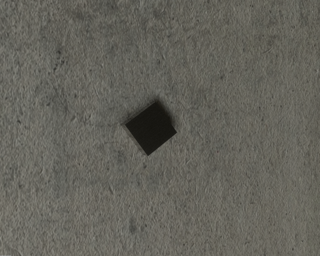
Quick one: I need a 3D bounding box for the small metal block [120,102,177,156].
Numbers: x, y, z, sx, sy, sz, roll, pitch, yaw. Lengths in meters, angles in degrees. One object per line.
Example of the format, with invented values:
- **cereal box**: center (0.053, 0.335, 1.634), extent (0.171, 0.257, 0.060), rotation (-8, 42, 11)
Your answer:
- **small metal block**: center (-0.015, 0.001, 0.406), extent (0.050, 0.025, 0.050), rotation (-39, 103, -16)
